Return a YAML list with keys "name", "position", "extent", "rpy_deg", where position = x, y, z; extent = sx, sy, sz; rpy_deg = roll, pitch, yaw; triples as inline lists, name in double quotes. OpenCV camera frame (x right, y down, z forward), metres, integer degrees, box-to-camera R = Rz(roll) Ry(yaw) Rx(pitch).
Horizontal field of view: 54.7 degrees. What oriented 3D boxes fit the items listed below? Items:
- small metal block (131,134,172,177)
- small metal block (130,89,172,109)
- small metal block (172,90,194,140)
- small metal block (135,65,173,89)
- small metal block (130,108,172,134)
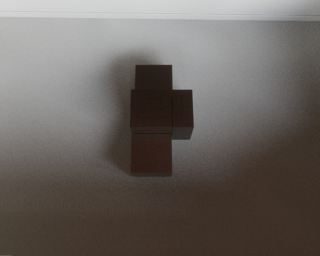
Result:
- name: "small metal block"
  position: [-0.010, 0.035, 0.395]
  extent: [0.050, 0.025, 0.050]
  rpy_deg: [0, 70, 0]
- name: "small metal block"
  position: [-0.011, -0.028, 0.405]
  extent: [0.050, 0.050, 0.025]
  rpy_deg: [0, 70, 0]
- name: "small metal block"
  position: [0.028, -0.016, 0.400]
  extent: [0.025, 0.050, 0.050]
  rpy_deg: [0, 70, 0]
- name: "small metal block"
  position: [-0.008, -0.059, 0.429]
  extent: [0.050, 0.025, 0.050]
  rpy_deg: [0, 70, 0]
- name: "small metal block"
  position: [-0.011, -0.005, 0.396]
  extent: [0.050, 0.050, 0.025]
  rpy_deg: [0, 70, 0]
